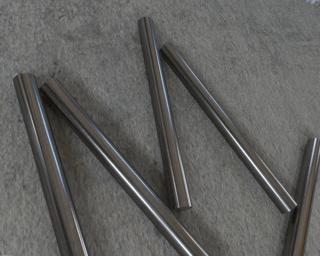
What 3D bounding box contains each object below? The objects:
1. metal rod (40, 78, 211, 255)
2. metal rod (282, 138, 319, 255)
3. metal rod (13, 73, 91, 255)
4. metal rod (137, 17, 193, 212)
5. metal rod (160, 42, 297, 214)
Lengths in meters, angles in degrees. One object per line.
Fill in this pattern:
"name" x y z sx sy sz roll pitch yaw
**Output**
"metal rod" -0.031 0.061 0.350 0.300 0.025 0.025 48 51 5
"metal rod" 0.200 0.122 0.439 0.025 0.025 0.301 38 51 -4
"metal rod" -0.098 0.074 0.306 0.025 0.025 0.299 -11 67 -33
"metal rod" 0.001 -0.037 0.428 0.025 0.025 0.299 4 60 -27
"metal rod" 0.095 -0.006 0.460 0.025 0.025 0.299 -28 77 -38
